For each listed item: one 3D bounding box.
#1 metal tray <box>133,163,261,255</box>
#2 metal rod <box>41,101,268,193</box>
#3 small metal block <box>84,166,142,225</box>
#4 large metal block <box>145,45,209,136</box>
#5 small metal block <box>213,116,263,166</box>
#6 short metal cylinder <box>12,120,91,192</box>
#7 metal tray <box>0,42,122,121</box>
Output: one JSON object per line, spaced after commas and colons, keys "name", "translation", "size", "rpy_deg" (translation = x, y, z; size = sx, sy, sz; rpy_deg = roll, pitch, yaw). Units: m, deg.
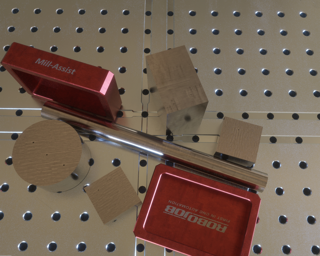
{"name": "metal tray", "translation": [0.044, 0.105, 0.370], "size": [0.131, 0.030, 0.090], "rpy_deg": [17, 71, 6]}
{"name": "metal rod", "translation": [-0.012, 0.022, 0.403], "size": [0.301, 0.025, 0.025], "rpy_deg": [18, 71, 6]}
{"name": "small metal block", "translation": [-0.057, 0.084, 0.381], "size": [0.050, 0.025, 0.050], "rpy_deg": [-31, 73, -11]}
{"name": "large metal block", "translation": [0.019, -0.045, 0.400], "size": [0.050, 0.080, 0.080], "rpy_deg": [-17, 71, -6]}
{"name": "small metal block", "translation": [0.102, 0.018, 0.405], "size": [0.050, 0.025, 0.050], "rpy_deg": [16, 71, 5]}
{"name": "short metal cylinder", "translation": [-0.131, 0.036, 0.383], "size": [0.081, 0.050, 0.080], "rpy_deg": [0, 70, 0]}
{"name": "metal tray", "translation": [-0.119, -0.056, 0.395], "size": [0.131, 0.090, 0.030], "rpy_deg": [18, 71, 6]}
